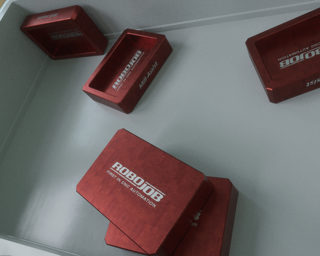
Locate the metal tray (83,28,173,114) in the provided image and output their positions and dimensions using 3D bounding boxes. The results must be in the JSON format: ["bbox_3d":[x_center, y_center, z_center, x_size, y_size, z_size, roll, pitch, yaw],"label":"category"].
[{"bbox_3d":[-0.051,-0.093,0.486,0.090,0.030,0.130,23,74,36],"label":"metal tray"}]

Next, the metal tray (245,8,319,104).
[{"bbox_3d":[0.179,-0.092,0.365,0.130,0.030,0.090,-21,54,15],"label":"metal tray"}]

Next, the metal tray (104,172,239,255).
[{"bbox_3d":[0.012,0.096,0.338,0.130,0.030,0.090,2,62,29],"label":"metal tray"}]

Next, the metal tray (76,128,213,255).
[{"bbox_3d":[-0.021,0.064,0.335,0.130,0.030,0.090,27,76,37],"label":"metal tray"}]

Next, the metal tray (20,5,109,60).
[{"bbox_3d":[-0.171,-0.166,0.555,0.130,0.090,0.030,2,63,29],"label":"metal tray"}]
